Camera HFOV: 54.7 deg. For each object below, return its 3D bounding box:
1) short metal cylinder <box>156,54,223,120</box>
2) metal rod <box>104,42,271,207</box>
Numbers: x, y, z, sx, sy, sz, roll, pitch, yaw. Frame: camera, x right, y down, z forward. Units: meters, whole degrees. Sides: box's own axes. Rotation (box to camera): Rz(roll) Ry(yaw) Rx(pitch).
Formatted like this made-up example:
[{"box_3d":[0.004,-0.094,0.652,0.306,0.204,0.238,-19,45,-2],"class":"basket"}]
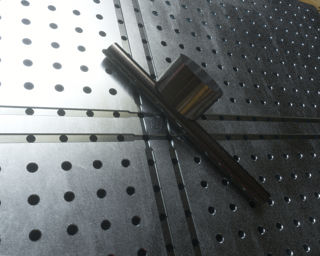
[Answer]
[{"box_3d":[0.041,-0.057,0.429,0.080,0.050,0.080,37,22,-18],"class":"short metal cylinder"},{"box_3d":[0.036,-0.006,0.433,0.300,0.025,0.025,45,51,3],"class":"metal rod"}]
